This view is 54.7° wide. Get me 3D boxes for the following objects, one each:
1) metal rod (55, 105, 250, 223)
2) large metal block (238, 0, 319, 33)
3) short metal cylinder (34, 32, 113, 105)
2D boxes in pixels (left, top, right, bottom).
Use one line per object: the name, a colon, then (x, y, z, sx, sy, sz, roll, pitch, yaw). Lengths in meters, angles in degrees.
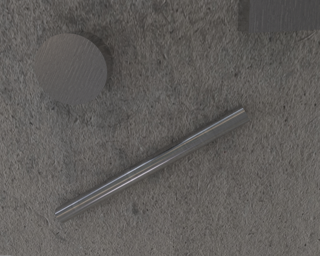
metal rod: (-0.017, 0.054, 0.429, 0.300, 0.025, 0.025, -30, 108, 10)
large metal block: (0.133, -0.150, 0.343, 0.080, 0.050, 0.079, -3, 110, 1)
short metal cylinder: (-0.099, -0.073, 0.369, 0.081, 0.050, 0.079, 0, 110, 0)
